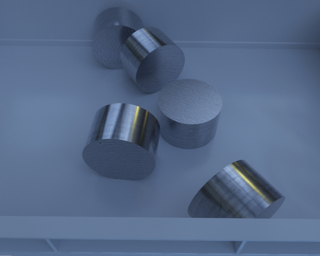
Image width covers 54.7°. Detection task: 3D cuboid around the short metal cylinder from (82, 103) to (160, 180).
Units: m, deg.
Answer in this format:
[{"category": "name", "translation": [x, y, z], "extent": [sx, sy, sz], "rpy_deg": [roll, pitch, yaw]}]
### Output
[{"category": "short metal cylinder", "translation": [-0.042, 0.017, 0.354], "extent": [0.080, 0.080, 0.050], "rpy_deg": [5, 50, 3]}]

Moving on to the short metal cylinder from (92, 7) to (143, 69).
[{"category": "short metal cylinder", "translation": [-0.064, -0.139, 0.486], "extent": [0.081, 0.080, 0.050], "rpy_deg": [-4, 50, -4]}]

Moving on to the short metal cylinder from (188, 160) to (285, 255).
[{"category": "short metal cylinder", "translation": [0.074, 0.078, 0.305], "extent": [0.081, 0.080, 0.050], "rpy_deg": [-29, 56, -22]}]

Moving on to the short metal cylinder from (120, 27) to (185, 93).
[{"category": "short metal cylinder", "translation": [-0.011, -0.099, 0.452], "extent": [0.081, 0.080, 0.050], "rpy_deg": [-24, 55, -19]}]

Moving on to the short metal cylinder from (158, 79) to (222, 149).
[{"category": "short metal cylinder", "translation": [0.037, -0.019, 0.405], "extent": [0.081, 0.050, 0.080], "rpy_deg": [0, 50, 0]}]
